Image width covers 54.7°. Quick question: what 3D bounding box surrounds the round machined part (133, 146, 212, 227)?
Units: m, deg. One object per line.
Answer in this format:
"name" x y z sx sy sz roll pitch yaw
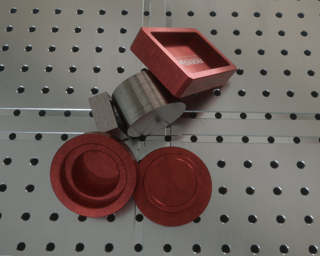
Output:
"round machined part" 0.014 0.069 0.378 0.099 0.042 0.098 0 70 -1

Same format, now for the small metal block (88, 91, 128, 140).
"small metal block" -0.066 -0.012 0.400 0.025 0.050 0.050 -21 71 2

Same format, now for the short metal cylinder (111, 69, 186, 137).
"short metal cylinder" -0.014 -0.031 0.394 0.080 0.080 0.050 -24 72 -9

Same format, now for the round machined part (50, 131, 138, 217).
"round machined part" -0.075 0.052 0.369 0.099 0.042 0.097 0 98 2

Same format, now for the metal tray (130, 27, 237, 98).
"metal tray" 0.036 -0.090 0.401 0.090 0.030 0.131 48 37 15
